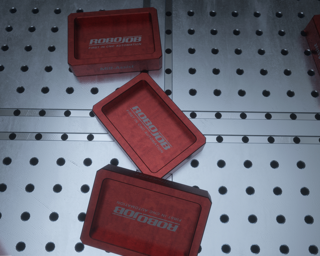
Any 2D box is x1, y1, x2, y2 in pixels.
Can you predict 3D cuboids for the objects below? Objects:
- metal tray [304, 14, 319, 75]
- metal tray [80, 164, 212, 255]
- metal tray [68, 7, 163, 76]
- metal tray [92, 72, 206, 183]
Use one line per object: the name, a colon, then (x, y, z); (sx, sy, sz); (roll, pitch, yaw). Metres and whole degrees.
metal tray: (0.277, -0.108, 0.452); (0.091, 0.030, 0.129); (-7, 70, -3)
metal tray: (-0.016, 0.102, 0.354); (0.131, 0.030, 0.089); (15, 94, 5)
metal tray: (-0.066, -0.127, 0.454); (0.131, 0.030, 0.090); (-5, 70, -3)
metal tray: (-0.015, 0.000, 0.408); (0.090, 0.030, 0.130); (-37, 75, -13)
